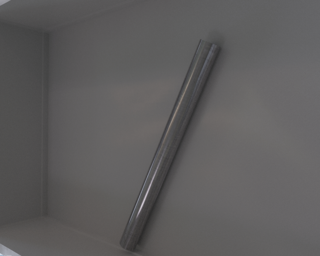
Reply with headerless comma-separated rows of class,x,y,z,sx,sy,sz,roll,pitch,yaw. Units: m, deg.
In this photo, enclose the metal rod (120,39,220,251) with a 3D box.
metal rod,0.006,0.034,0.402,0.025,0.025,0.298,34,111,35
